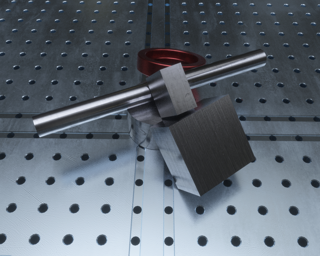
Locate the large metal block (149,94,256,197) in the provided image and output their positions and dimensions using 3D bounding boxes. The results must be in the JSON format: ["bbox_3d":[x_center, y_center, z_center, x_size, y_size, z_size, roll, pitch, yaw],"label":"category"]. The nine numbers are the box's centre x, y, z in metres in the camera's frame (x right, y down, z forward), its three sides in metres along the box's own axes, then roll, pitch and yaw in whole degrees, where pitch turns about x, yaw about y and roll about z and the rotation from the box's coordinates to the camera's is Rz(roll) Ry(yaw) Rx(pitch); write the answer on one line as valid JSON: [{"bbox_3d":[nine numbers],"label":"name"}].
[{"bbox_3d":[0.048,0.017,0.348,0.081,0.050,0.080,-29,100,-22],"label":"large metal block"}]

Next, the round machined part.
[{"bbox_3d":[0.015,-0.084,0.452,0.099,0.042,0.098,5,28,-2],"label":"round machined part"}]

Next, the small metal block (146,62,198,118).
[{"bbox_3d":[0.012,-0.040,0.346,0.025,0.050,0.050,-23,96,-19],"label":"small metal block"}]

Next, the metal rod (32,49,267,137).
[{"bbox_3d":[0.001,-0.049,0.383,0.302,0.025,0.025,-19,53,-16],"label":"metal rod"}]

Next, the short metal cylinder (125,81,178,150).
[{"bbox_3d":[-0.003,-0.018,0.406,0.081,0.050,0.080,0,50,0],"label":"short metal cylinder"}]
